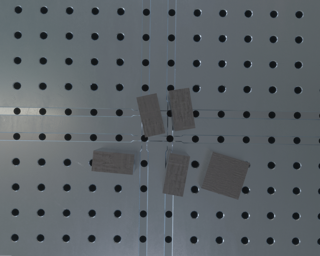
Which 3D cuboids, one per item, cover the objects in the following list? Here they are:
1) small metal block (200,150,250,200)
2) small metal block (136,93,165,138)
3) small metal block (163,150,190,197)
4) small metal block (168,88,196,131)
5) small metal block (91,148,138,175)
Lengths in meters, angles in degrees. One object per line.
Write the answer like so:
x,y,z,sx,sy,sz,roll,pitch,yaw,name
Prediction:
0.085,0.062,0.414,0.050,0.025,0.050,17,90,0,small metal block
-0.011,-0.015,0.401,0.025,0.050,0.050,-12,90,0,small metal block
0.020,0.057,0.401,0.025,0.050,0.050,10,90,0,small metal block
0.027,-0.023,0.401,0.025,0.050,0.050,-9,90,0,small metal block
-0.057,0.042,0.401,0.050,0.050,0.025,5,90,0,small metal block
